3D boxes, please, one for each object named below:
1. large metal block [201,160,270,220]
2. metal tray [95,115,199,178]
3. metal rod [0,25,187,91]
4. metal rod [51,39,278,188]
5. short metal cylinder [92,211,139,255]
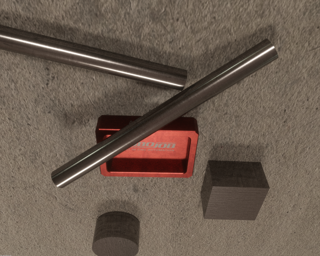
[{"bbox_3d":[0.111,0.096,0.475,0.081,0.050,0.079,3,130,-3],"label":"large metal block"},{"bbox_3d":[-0.017,0.027,0.426,0.131,0.030,0.089,1,130,-2],"label":"metal tray"},{"bbox_3d":[-0.118,-0.085,0.332,0.302,0.025,0.025,12,129,-11],"label":"metal rod"},{"bbox_3d":[-0.004,-0.010,0.366,0.300,0.025,0.025,-31,124,11],"label":"metal rod"},{"bbox_3d":[-0.077,0.194,0.555,0.081,0.050,0.079,0,130,0],"label":"short metal cylinder"}]
